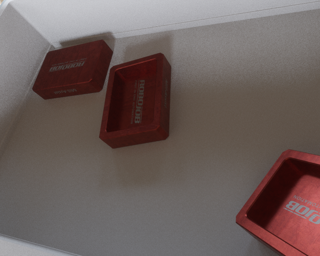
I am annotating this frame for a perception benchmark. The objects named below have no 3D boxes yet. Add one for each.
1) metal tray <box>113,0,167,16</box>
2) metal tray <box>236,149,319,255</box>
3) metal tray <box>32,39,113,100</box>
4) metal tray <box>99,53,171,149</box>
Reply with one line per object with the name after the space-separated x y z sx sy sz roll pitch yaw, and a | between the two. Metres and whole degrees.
-0.019 -0.268 0.577 0.090 0.030 0.130 12 68 33 | metal tray
0.129 0.069 0.247 0.090 0.030 0.130 -51 17 -8 | metal tray
-0.153 -0.101 0.542 0.130 0.030 0.090 -4 60 25 | metal tray
-0.033 -0.040 0.442 0.090 0.030 0.130 -11 57 22 | metal tray
